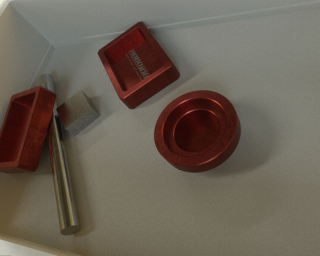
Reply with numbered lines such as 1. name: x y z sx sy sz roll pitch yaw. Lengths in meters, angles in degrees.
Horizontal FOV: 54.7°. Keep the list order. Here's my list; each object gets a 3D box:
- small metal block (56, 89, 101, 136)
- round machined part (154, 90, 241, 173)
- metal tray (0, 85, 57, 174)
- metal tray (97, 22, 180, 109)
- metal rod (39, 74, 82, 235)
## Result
1. small metal block: -0.129 -0.024 0.486 0.050 0.025 0.050 -38 51 2
2. round machined part: 0.046 0.007 0.365 0.098 0.042 0.098 -13 56 20
3. metal tray: -0.216 0.004 0.489 0.090 0.030 0.130 -8 65 37
4. metal tray: -0.037 -0.101 0.481 0.090 0.030 0.130 -34 52 5
5. metal rod: -0.159 0.019 0.475 0.025 0.025 0.300 -31 52 8
